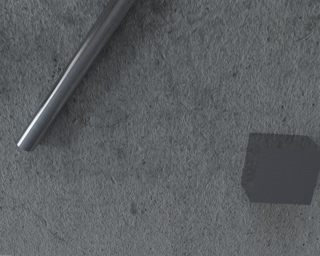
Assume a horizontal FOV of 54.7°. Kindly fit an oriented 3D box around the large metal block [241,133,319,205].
[{"bbox_3d":[0.162,0.054,0.419,0.081,0.050,0.079,3,110,-2],"label":"large metal block"}]

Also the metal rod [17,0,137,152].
[{"bbox_3d":[-0.089,-0.088,0.375,0.025,0.025,0.299,36,106,-13],"label":"metal rod"}]
